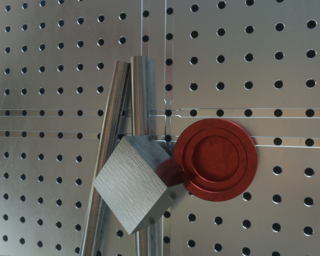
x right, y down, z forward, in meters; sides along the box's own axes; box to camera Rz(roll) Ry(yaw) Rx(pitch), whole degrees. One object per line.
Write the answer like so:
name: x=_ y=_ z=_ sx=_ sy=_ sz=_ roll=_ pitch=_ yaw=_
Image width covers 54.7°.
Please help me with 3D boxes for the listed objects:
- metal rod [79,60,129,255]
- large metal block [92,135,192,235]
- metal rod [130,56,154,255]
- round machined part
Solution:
metal rod: x=-0.080 y=0.055 z=0.439 sx=0.025 sy=0.025 sz=0.298 roll=12 pitch=94 yaw=19
large metal block: x=-0.024 y=0.065 z=0.372 sx=0.080 sy=0.050 sz=0.080 roll=47 pitch=115 yaw=25
metal rod: x=-0.024 y=0.054 z=0.420 sx=0.025 sy=0.025 sz=0.298 roll=-2 pitch=89 yaw=19
round machined part: x=0.069 y=0.037 z=0.379 sx=0.098 sy=0.042 sz=0.097 roll=0 pitch=90 yaw=19
